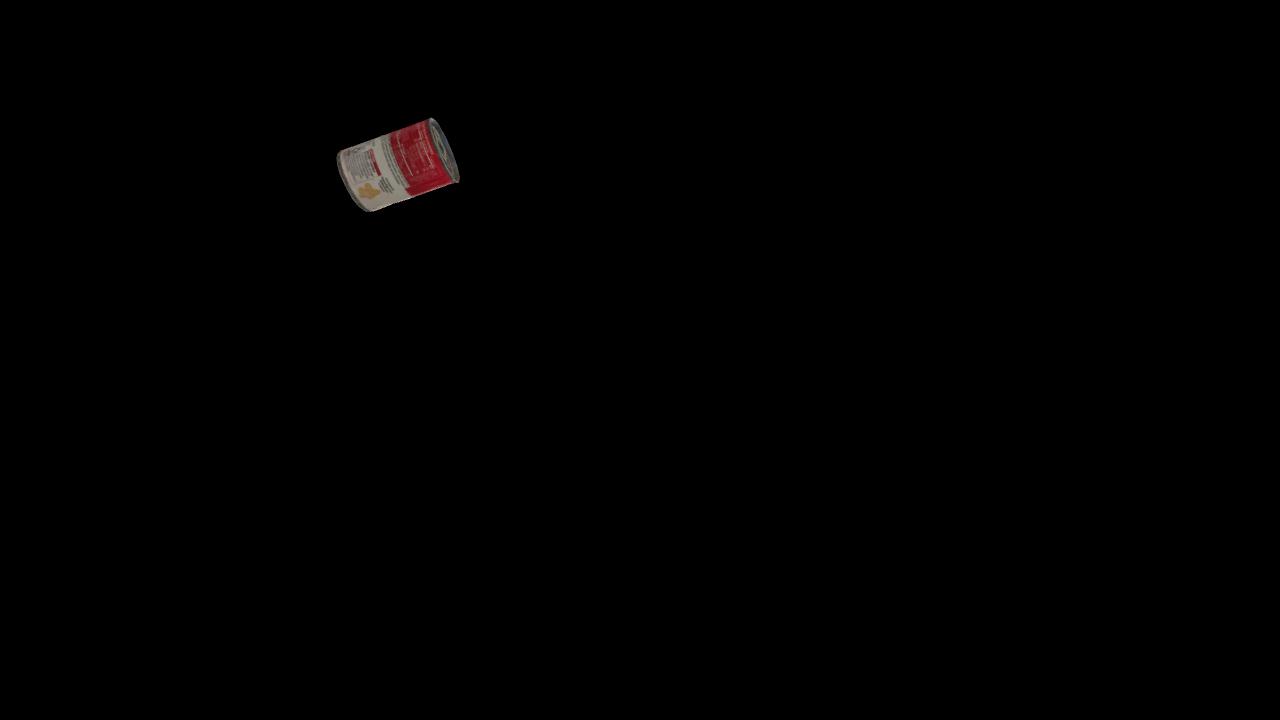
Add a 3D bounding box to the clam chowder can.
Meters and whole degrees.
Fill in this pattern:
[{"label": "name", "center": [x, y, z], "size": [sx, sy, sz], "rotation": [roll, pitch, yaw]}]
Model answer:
[{"label": "clam chowder can", "center": [-0.250, -0.202, 0.640], "size": [0.102, 0.068, 0.068], "rotation": [-19, 0, 0]}]
